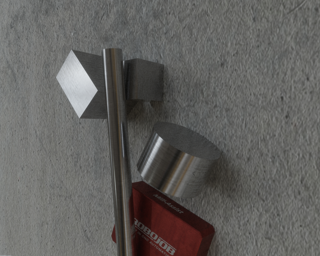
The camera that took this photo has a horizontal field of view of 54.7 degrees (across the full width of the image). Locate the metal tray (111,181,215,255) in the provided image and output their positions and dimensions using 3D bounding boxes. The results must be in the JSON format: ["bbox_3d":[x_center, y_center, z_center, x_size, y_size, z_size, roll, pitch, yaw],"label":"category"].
[{"bbox_3d":[-0.002,0.137,0.401,0.130,0.030,0.089,25,106,36],"label":"metal tray"}]

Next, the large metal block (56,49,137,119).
[{"bbox_3d":[-0.085,-0.059,0.437,0.050,0.081,0.080,-50,61,28],"label":"large metal block"}]

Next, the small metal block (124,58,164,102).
[{"bbox_3d":[-0.021,-0.060,0.404,0.025,0.050,0.050,0,90,40],"label":"small metal block"}]

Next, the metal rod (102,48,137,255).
[{"bbox_3d":[-0.049,0.053,0.388,0.025,0.025,0.298,-1,95,39],"label":"metal rod"}]

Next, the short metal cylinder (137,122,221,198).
[{"bbox_3d":[0.021,0.034,0.351,0.080,0.081,0.050,37,113,33],"label":"short metal cylinder"}]
